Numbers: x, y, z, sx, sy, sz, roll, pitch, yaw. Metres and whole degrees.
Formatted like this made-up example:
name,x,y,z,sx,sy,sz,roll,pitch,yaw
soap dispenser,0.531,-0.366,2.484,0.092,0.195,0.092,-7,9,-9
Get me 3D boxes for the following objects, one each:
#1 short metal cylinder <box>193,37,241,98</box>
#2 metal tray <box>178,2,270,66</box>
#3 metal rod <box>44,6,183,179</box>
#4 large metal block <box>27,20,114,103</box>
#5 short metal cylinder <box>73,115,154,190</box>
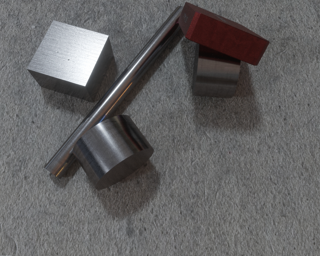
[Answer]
name,x,y,z,sx,sy,sz,roll,pitch,yaw
short metal cylinder,0.072,-0.081,0.409,0.050,0.080,0.080,5,70,2
metal tray,0.074,-0.125,0.396,0.091,0.130,0.030,19,115,-10
metal rod,-0.050,-0.060,0.429,0.025,0.025,0.300,33,73,11
large metal block,-0.119,-0.091,0.427,0.080,0.050,0.080,17,71,6
short metal cylinder,-0.055,0.029,0.368,0.080,0.080,0.050,-34,74,-11
